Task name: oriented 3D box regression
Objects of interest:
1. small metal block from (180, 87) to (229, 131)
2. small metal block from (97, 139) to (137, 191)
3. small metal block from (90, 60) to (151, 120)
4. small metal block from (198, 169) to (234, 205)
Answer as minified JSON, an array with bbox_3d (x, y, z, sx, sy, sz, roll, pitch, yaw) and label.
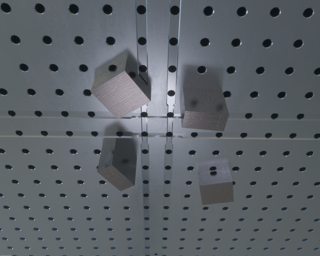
[{"bbox_3d":[0.052,-0.024,0.375,0.050,0.050,0.025,5,130,-4],"label":"small metal block"},{"bbox_3d":[-0.059,0.053,0.439,0.025,0.050,0.050,-27,125,21],"label":"small metal block"},{"bbox_3d":[-0.046,-0.045,0.373,0.050,0.025,0.050,-27,125,21],"label":"small metal block"},{"bbox_3d":[0.089,0.095,0.493,0.050,0.025,0.050,-8,130,7],"label":"small metal block"}]
